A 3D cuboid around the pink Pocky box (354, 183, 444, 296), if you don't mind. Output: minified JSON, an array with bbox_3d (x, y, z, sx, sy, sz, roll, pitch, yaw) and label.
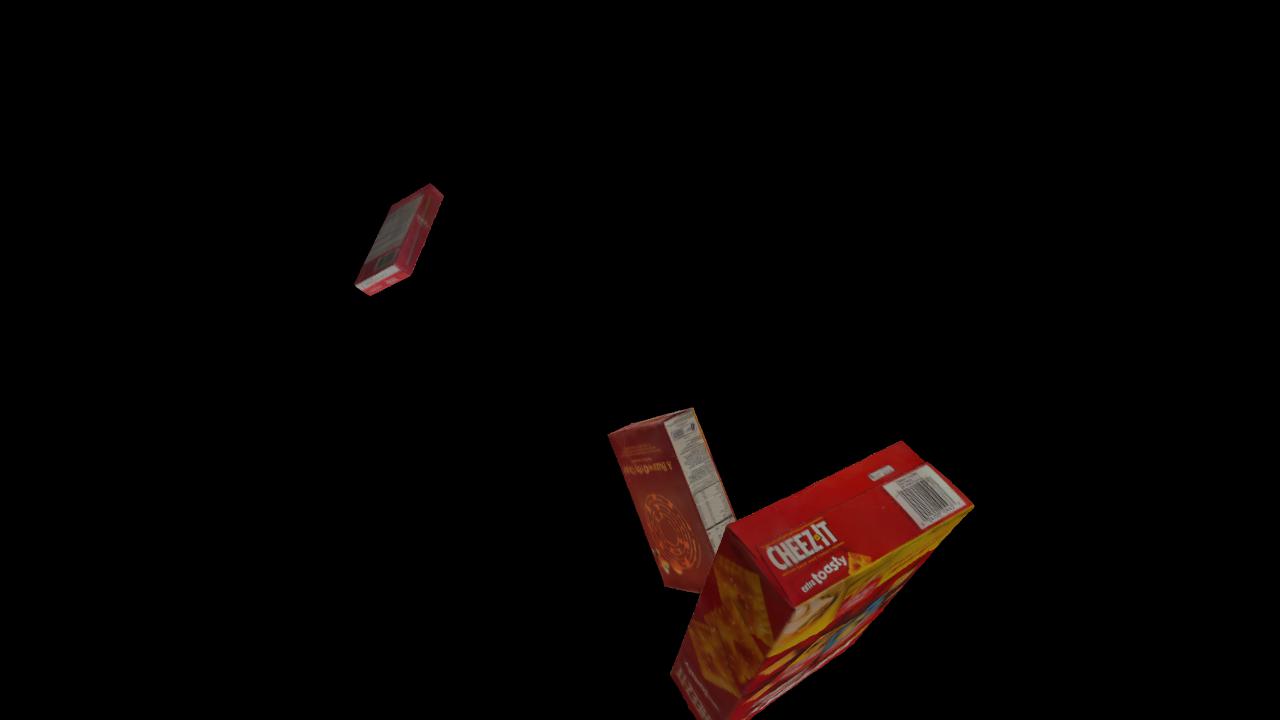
[{"bbox_3d":[-0.316,-0.161,0.813,0.084,0.155,0.029,-17,-41,29],"label":"pink Pocky box"}]

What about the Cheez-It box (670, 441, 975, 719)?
[{"bbox_3d":[0.122,0.176,0.456,0.166,0.223,0.071,-17,48,-27],"label":"Cheez-It box"}]

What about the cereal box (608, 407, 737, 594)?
[{"bbox_3d":[0.067,0.247,1.062,0.081,0.306,0.203,-21,-2,-31],"label":"cereal box"}]
